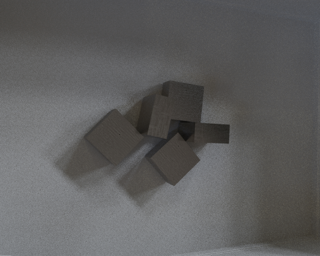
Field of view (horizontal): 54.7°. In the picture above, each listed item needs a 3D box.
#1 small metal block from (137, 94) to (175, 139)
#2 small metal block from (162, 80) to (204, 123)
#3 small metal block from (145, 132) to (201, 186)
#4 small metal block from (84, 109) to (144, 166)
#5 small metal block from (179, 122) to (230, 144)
[{"bbox_3d":[-0.007,-0.014,0.393,0.025,0.050,0.050,13,86,-20],"label":"small metal block"},{"bbox_3d":[0.029,-0.034,0.421,0.050,0.025,0.050,7,88,-20],"label":"small metal block"},{"bbox_3d":[0.017,0.041,0.416,0.050,0.025,0.050,-43,104,-15],"label":"small metal block"},{"bbox_3d":[-0.058,0.012,0.388,0.050,0.025,0.050,-47,105,-14],"label":"small metal block"},{"bbox_3d":[0.058,0.007,0.418,0.050,0.050,0.025,3,89,-20],"label":"small metal block"}]
